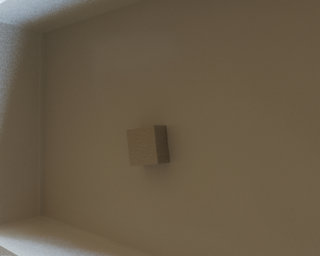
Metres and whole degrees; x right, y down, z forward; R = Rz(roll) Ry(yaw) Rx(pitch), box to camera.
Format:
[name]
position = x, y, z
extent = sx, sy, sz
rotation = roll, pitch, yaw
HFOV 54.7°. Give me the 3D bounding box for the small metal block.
[small metal block]
position = -0.016, 0.024, 0.418
extent = 0.050, 0.025, 0.050
rotation = -10, 84, 39
